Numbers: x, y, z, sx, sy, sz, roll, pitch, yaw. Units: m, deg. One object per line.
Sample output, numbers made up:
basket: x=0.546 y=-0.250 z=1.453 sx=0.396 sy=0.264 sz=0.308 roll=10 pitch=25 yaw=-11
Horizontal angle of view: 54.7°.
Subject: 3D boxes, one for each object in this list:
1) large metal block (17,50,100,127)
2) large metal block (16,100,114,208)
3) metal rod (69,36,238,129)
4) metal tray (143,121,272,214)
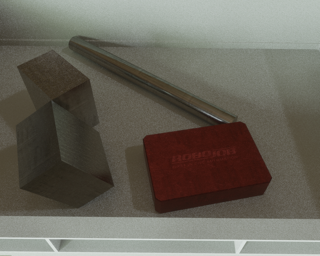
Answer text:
large metal block: x=-0.129 y=-0.041 z=0.402 sx=0.050 sy=0.080 sz=0.080 roll=-37 pitch=59 yaw=-27
large metal block: x=-0.102 y=0.030 z=0.333 sx=0.050 sy=0.080 sz=0.080 roll=-33 pitch=52 yaw=11
metal rod: x=-0.024 y=-0.074 z=0.466 sx=0.300 sy=0.025 sz=0.025 roll=30 pitch=56 yaw=22
metal tray: x=0.051 y=0.043 z=0.366 sx=0.131 sy=0.030 sz=0.090 roll=-8 pitch=51 yaw=-8
